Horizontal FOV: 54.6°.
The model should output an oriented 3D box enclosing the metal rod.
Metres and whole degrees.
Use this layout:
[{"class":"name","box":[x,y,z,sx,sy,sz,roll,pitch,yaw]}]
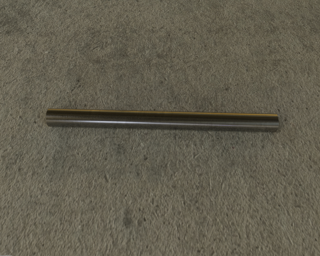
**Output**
[{"class":"metal rod","box":[0.002,-0.010,0.414,0.302,0.025,0.025,1,50,1]}]
